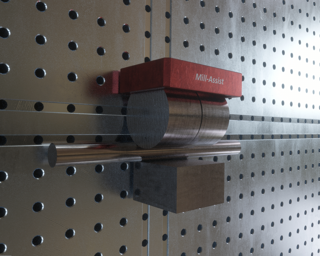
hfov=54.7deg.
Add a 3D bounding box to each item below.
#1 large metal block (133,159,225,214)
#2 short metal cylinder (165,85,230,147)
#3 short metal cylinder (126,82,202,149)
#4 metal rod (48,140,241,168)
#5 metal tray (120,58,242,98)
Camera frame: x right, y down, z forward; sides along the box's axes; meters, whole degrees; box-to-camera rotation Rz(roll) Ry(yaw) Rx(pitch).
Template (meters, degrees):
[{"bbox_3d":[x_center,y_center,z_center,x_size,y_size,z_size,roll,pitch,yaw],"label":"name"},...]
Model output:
[{"bbox_3d":[0.023,0.067,0.388,0.081,0.080,0.050,1,90,-40],"label":"large metal block"},{"bbox_3d":[0.043,-0.015,0.406,0.050,0.080,0.080,2,89,-40],"label":"short metal cylinder"},{"bbox_3d":[0.003,-0.016,0.373,0.050,0.080,0.079,1,90,-40],"label":"short metal cylinder"},{"bbox_3d":[0.007,0.030,0.410,0.302,0.025,0.025,1,90,-40],"label":"metal rod"},{"bbox_3d":[0.028,-0.056,0.386,0.131,0.090,0.030,1,89,-40],"label":"metal tray"}]
